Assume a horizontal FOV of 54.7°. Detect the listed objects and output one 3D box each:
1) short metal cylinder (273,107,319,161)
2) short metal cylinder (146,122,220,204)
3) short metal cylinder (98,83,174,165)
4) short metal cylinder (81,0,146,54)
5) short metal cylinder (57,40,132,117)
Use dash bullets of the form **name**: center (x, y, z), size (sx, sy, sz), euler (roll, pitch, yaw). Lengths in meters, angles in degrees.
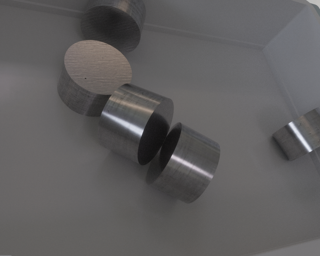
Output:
- **short metal cylinder**: center (0.226, 0.011, 0.485), size (0.081, 0.080, 0.050), euler (-19, 72, -35)
- **short metal cylinder**: center (0.026, 0.040, 0.360), size (0.050, 0.080, 0.080), euler (29, 52, -11)
- **short metal cylinder**: center (-0.025, -0.005, 0.351), size (0.050, 0.079, 0.080), euler (23, 49, 18)
- **short metal cylinder**: center (-0.063, -0.148, 0.427), size (0.080, 0.080, 0.050), euler (20, 54, -17)
- **short metal cylinder**: center (-0.081, -0.061, 0.383), size (0.081, 0.050, 0.080), euler (14, 56, -21)
